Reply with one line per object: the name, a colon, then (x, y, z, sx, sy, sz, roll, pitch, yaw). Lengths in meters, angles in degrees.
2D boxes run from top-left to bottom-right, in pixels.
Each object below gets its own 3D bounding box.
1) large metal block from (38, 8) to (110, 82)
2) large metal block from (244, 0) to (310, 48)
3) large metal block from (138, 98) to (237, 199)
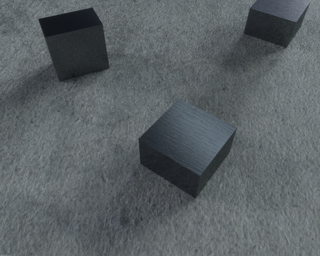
large metal block: (-0.128, -0.127, 0.472, 0.081, 0.080, 0.050, -19, 53, -16)
large metal block: (0.209, -0.198, 0.556, 0.080, 0.050, 0.080, 27, 55, 20)
large metal block: (0.032, 0.022, 0.369, 0.080, 0.050, 0.080, 30, 56, 22)
